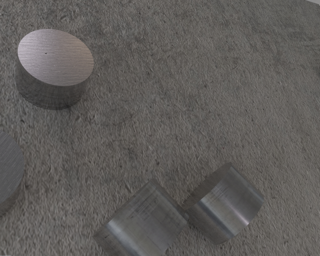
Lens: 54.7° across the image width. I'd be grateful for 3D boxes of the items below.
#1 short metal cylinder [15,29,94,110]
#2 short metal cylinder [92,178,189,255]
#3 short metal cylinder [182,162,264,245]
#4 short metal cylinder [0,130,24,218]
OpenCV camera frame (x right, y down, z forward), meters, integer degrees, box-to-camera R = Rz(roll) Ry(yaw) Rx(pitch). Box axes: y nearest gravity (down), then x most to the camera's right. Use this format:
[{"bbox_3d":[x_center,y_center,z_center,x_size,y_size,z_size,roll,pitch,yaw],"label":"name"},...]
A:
[{"bbox_3d":[-0.124,-0.068,0.362,0.081,0.050,0.080,14,56,-21],"label":"short metal cylinder"},{"bbox_3d":[-0.018,0.094,0.301,0.050,0.080,0.080,46,51,4],"label":"short metal cylinder"},{"bbox_3d":[0.070,0.085,0.354,0.050,0.080,0.080,46,51,4],"label":"short metal cylinder"},{"bbox_3d":[-0.165,0.043,0.273,0.081,0.050,0.080,14,56,-21],"label":"short metal cylinder"}]
